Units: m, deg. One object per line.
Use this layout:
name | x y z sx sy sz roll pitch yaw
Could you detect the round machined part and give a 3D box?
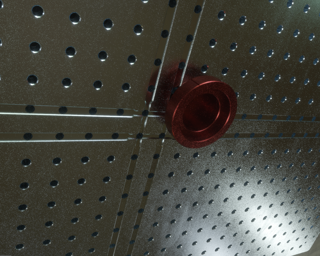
round machined part | 0.050 -0.025 0.414 0.099 0.042 0.097 -14 125 -21
